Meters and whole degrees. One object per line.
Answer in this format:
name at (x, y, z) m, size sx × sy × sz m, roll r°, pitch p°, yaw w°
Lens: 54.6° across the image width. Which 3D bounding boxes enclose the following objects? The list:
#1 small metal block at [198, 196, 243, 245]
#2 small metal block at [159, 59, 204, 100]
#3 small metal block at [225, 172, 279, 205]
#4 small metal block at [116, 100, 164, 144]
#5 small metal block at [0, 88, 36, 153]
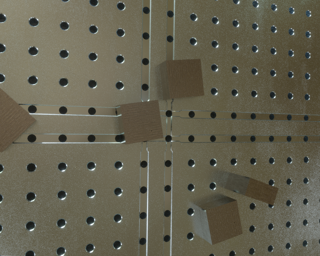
small metal block at (0.086, 0.132, 0.444) m, size 0.050 × 0.025 × 0.050 m, roll -12°, pitch 94°, yaw -20°
small metal block at (0.030, -0.066, 0.423) m, size 0.050 × 0.025 × 0.050 m, roll -7°, pitch 93°, yaw -20°
small metal block at (0.131, 0.087, 0.447) m, size 0.050 × 0.050 × 0.025 m, roll 22°, pitch 83°, yaw -19°
small metal block at (-0.027, -0.008, 0.403) m, size 0.050 × 0.025 × 0.050 m, roll -9°, pitch 93°, yaw -20°
small metal block at (-0.177, -0.008, 0.347) m, size 0.050 × 0.025 × 0.050 m, roll 46°, pitch 76°, yaw -14°
